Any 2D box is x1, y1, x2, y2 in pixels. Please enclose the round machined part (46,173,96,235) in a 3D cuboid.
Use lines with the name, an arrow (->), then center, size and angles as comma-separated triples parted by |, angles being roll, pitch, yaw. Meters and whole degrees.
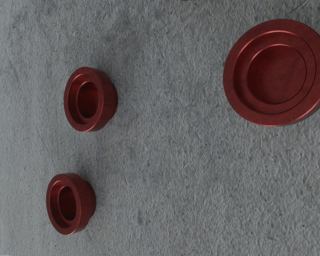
round machined part -> -0.143, 0.123, 0.513 | 0.098, 0.042, 0.097 | 0, 90, 40

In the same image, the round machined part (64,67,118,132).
round machined part -> -0.103, -0.043, 0.479 | 0.098, 0.042, 0.097 | 0, 90, 40

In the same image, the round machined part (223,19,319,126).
round machined part -> 0.115, -0.050, 0.299 | 0.098, 0.042, 0.097 | 0, 90, 40
